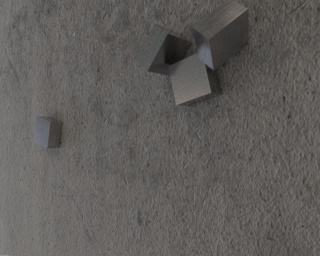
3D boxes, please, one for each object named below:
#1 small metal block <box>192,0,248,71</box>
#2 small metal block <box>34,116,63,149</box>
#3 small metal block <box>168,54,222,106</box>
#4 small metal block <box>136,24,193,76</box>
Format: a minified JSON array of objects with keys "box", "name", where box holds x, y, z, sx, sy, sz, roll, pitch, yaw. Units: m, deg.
[{"box":[0.064,-0.096,0.323,0.050,0.050,0.025,-39,61,-6],"name":"small metal block"},{"box":[-0.209,0.007,0.578,0.050,0.025,0.050,16,100,39],"name":"small metal block"},{"box":[0.042,-0.057,0.371,0.050,0.025,0.050,-17,79,38],"name":"small metal block"},{"box":[0.006,-0.095,0.384,0.025,0.050,0.050,46,117,30],"name":"small metal block"}]
